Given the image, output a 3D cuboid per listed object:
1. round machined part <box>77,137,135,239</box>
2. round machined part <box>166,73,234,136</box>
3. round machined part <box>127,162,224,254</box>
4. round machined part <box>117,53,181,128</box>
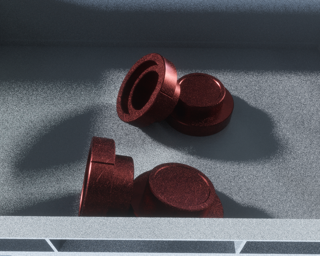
[{"bbox_3d":[-0.054,0.059,0.310,0.042,0.097,0.098,10,49,-14],"label":"round machined part"},{"bbox_3d":[0.053,-0.039,0.427,0.099,0.042,0.098,0,50,0],"label":"round machined part"},{"bbox_3d":[0.017,0.072,0.312,0.099,0.042,0.098,11,31,-6],"label":"round machined part"},{"bbox_3d":[-0.011,-0.045,0.409,0.042,0.098,0.098,25,38,-36],"label":"round machined part"}]
